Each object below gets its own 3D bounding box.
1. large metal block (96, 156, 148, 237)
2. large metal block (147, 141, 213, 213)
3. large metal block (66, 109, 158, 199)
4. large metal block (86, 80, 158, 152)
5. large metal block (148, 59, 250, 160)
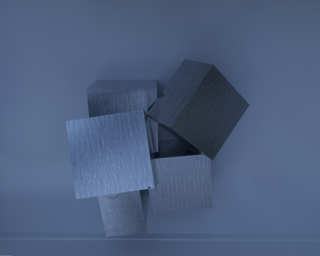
[{"bbox_3d":[-0.047,0.083,0.410,0.050,0.080,0.079,-6,110,2],"label":"large metal block"},{"bbox_3d":[0.025,0.064,0.418,0.080,0.050,0.079,-5,110,1],"label":"large metal block"},{"bbox_3d":[-0.049,0.028,0.337,0.080,0.050,0.080,-9,85,3],"label":"large metal block"},{"bbox_3d":[-0.043,-0.016,0.390,0.081,0.050,0.079,-1,110,0],"label":"large metal block"},{"bbox_3d":[0.045,-0.021,0.362,0.080,0.050,0.080,37,85,-37],"label":"large metal block"}]
